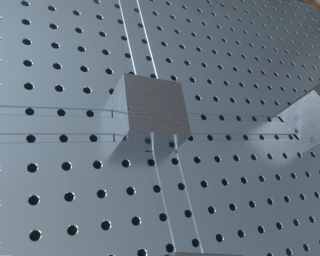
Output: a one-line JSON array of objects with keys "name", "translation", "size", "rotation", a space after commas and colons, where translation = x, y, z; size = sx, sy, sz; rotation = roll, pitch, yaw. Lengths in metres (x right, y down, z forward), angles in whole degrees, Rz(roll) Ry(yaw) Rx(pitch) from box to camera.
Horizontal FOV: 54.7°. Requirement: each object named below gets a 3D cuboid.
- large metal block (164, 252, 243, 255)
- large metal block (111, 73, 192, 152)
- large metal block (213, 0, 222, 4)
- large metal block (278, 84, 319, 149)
[{"name": "large metal block", "translation": [0.042, 0.172, 0.311], "size": [0.081, 0.050, 0.080], "rotation": [12, 57, -22]}, {"name": "large metal block", "translation": [-0.013, -0.018, 0.397], "size": [0.081, 0.050, 0.080], "rotation": [6, 59, -26]}, {"name": "large metal block", "translation": [0.110, -0.321, 0.650], "size": [0.080, 0.050, 0.080], "rotation": [25, 53, -13]}, {"name": "large metal block", "translation": [0.270, -0.022, 0.536], "size": [0.050, 0.080, 0.080], "rotation": [-33, 81, -38]}]
